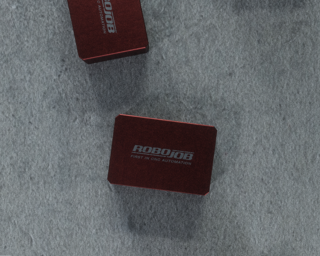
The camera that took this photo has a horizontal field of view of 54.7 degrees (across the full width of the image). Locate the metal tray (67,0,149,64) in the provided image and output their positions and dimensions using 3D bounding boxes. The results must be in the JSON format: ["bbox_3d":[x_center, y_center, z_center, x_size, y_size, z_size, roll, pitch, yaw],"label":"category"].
[{"bbox_3d":[-0.071,-0.157,0.406,0.091,0.030,0.129,-11,90,-1],"label":"metal tray"}]

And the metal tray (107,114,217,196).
[{"bbox_3d":[0.003,0.034,0.408,0.131,0.030,0.089,7,90,-1],"label":"metal tray"}]
